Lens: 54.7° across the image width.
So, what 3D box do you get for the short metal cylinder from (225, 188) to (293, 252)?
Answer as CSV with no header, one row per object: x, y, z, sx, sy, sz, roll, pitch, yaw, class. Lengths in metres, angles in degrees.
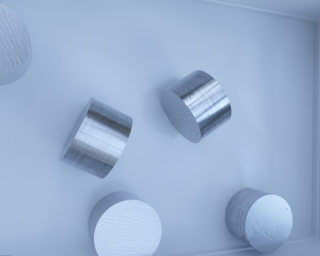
0.143,0.132,0.452,0.081,0.050,0.079,0,90,-21,short metal cylinder

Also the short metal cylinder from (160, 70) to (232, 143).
0.045,-0.027,0.399,0.050,0.080,0.080,-34,102,-17,short metal cylinder

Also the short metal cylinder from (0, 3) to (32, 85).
-0.181,-0.088,0.330,0.081,0.050,0.079,0,90,-21,short metal cylinder

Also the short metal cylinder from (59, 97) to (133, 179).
-0.073,0.011,0.355,0.050,0.080,0.080,28,81,-18,short metal cylinder

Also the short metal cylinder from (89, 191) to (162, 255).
-0.044,0.123,0.382,0.081,0.050,0.079,0,90,-21,short metal cylinder
